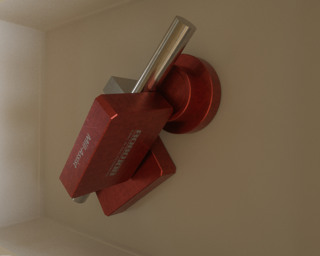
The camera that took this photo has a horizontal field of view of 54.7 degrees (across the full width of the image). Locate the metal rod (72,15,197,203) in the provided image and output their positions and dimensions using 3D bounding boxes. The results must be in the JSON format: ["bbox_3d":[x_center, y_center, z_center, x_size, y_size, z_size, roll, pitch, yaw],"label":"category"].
[{"bbox_3d":[-0.048,-0.002,0.391,0.025,0.025,0.298,52,124,27],"label":"metal rod"}]

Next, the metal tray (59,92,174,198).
[{"bbox_3d":[-0.050,0.019,0.353,0.030,0.091,0.129,49,125,25],"label":"metal tray"}]

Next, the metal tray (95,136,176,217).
[{"bbox_3d":[-0.047,0.056,0.438,0.129,0.030,0.090,-42,65,31],"label":"metal tray"}]

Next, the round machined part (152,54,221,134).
[{"bbox_3d":[0.020,-0.041,0.375,0.098,0.042,0.097,0,90,39],"label":"round machined part"}]

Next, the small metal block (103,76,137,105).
[{"bbox_3d":[-0.041,-0.042,0.420,0.025,0.050,0.050,-52,60,27],"label":"small metal block"}]
